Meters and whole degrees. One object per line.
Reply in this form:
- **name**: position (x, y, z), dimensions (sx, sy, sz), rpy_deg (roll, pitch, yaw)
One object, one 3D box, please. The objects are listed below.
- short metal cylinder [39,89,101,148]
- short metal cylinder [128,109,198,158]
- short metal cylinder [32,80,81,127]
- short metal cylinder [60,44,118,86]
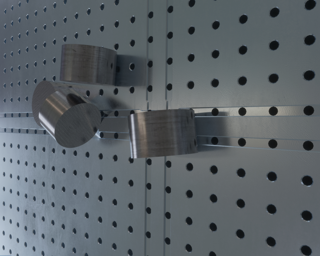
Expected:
- **short metal cylinder**: position (-0.141, -0.015, 0.490), dimensions (0.050, 0.081, 0.079), rpy_deg (37, 113, 34)
- **short metal cylinder**: position (0.003, 0.008, 0.371), dimensions (0.080, 0.081, 0.050), rpy_deg (-8, 85, 40)
- **short metal cylinder**: position (-0.180, -0.040, 0.542), dimensions (0.080, 0.050, 0.079), rpy_deg (0, 90, 40)
- **short metal cylinder**: position (-0.106, -0.092, 0.461), dimensions (0.080, 0.081, 0.050), rpy_deg (9, 96, 39)
